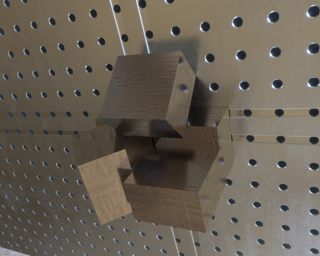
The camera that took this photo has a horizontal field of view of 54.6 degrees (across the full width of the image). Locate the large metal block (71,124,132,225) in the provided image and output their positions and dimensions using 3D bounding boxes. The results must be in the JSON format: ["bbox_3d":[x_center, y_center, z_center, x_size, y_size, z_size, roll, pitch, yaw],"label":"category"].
[{"bbox_3d":[-0.064,0.050,0.366,0.050,0.080,0.080,-20,117,-13],"label":"large metal block"}]

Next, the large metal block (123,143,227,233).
[{"bbox_3d":[0.020,0.059,0.337,0.080,0.080,0.050,2,119,27],"label":"large metal block"}]

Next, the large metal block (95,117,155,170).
[{"bbox_3d":[-0.033,0.016,0.423,0.080,0.050,0.080,7,122,25],"label":"large metal block"}]

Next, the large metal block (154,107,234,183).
[{"bbox_3d":[0.043,0.020,0.385,0.080,0.050,0.080,3,120,27],"label":"large metal block"}]

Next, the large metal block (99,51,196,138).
[{"bbox_3d":[-0.012,-0.036,0.350,0.080,0.080,0.050,2,158,27],"label":"large metal block"}]

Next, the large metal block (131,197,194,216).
[{"bbox_3d":[0.017,0.100,0.422,0.080,0.050,0.080,2,164,27],"label":"large metal block"}]
